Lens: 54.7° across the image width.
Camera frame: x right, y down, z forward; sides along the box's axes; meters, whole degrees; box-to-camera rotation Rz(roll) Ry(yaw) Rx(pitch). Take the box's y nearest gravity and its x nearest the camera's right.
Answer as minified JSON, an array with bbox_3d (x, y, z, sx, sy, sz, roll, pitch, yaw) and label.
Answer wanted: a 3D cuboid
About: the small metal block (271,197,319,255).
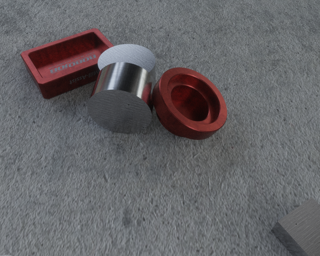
[{"bbox_3d":[0.152,0.107,0.314,0.050,0.025,0.050,-25,55,-20],"label":"small metal block"}]

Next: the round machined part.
[{"bbox_3d":[0.034,-0.027,0.399,0.099,0.042,0.098,16,52,-22],"label":"round machined part"}]

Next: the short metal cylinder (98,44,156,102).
[{"bbox_3d":[-0.047,-0.078,0.452,0.081,0.050,0.080,0,50,0],"label":"short metal cylinder"}]

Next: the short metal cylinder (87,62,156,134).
[{"bbox_3d":[-0.047,-0.037,0.398,0.080,0.080,0.050,5,50,4],"label":"short metal cylinder"}]

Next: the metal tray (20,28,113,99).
[{"bbox_3d":[-0.137,-0.105,0.487,0.131,0.030,0.090,-27,55,-21],"label":"metal tray"}]
